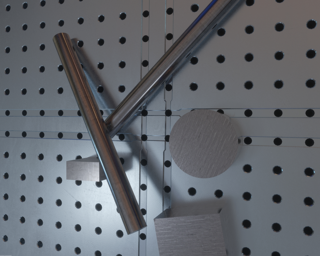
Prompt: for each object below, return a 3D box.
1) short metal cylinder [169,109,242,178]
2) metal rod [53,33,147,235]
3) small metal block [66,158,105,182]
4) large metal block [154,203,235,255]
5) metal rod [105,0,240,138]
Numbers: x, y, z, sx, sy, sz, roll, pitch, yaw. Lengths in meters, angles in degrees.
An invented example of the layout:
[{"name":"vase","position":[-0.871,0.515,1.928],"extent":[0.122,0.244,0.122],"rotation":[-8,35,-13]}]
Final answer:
[{"name":"short metal cylinder","position":[0.057,0.018,0.379],"extent":[0.080,0.050,0.079],"rotation":[0,90,19]},{"name":"metal rod","position":[-0.087,-0.006,0.416],"extent":[0.025,0.025,0.299],"rotation":[-31,70,17]},{"name":"small metal block","position":[-0.094,0.057,0.431],"extent":[0.050,0.050,0.025],"rotation":[0,90,19]},{"name":"large metal block","position":[0.045,0.142,0.383],"extent":[0.080,0.050,0.080],"rotation":[-11,87,19]},{"name":"metal rod","position":[0.025,-0.099,0.403],"extent":[0.299,0.025,0.025],"rotation":[-46,76,14]}]
